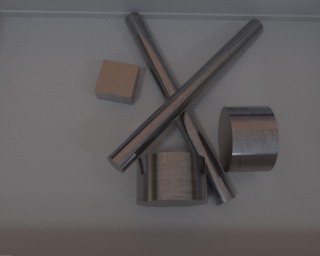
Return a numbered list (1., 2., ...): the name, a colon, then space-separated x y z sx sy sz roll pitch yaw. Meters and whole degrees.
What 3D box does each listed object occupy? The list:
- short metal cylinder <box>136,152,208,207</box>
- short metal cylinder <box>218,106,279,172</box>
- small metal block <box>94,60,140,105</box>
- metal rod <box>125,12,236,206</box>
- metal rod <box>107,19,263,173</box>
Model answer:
1. short metal cylinder: 0.013 0.062 0.358 0.081 0.080 0.050 -1 70 -1
2. short metal cylinder: 0.104 0.013 0.377 0.050 0.080 0.080 -1 70 -1
3. small metal block: -0.058 -0.064 0.432 0.050 0.025 0.050 10 70 3
4. metal rod: 0.020 -0.039 0.423 0.025 0.025 0.299 -23 72 -8
5. metal rod: 0.047 -0.056 0.407 0.025 0.025 0.301 39 66 13
